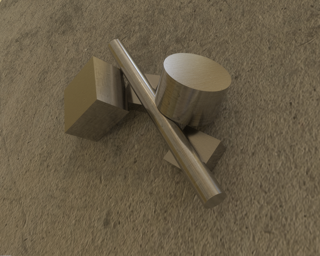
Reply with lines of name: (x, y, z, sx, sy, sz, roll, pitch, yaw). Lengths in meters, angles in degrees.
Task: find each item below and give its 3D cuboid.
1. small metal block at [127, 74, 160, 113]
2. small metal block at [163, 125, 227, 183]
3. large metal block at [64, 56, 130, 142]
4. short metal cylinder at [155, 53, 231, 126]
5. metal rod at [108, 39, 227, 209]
small metal block: (-0.022, -0.050, 0.447, 0.050, 0.025, 0.050, 13, 68, 33)
small metal block: (0.041, 0.031, 0.364, 0.050, 0.025, 0.050, 27, 76, 37)
large metal block: (-0.093, -0.039, 0.439, 0.080, 0.050, 0.080, -39, 48, 32)
short metal cylinder: (0.038, -0.048, 0.372, 0.081, 0.050, 0.080, 9, 41, -8)
metal rod: (-0.008, -0.029, 0.394, 0.025, 0.025, 0.300, -35, 51, 4)
